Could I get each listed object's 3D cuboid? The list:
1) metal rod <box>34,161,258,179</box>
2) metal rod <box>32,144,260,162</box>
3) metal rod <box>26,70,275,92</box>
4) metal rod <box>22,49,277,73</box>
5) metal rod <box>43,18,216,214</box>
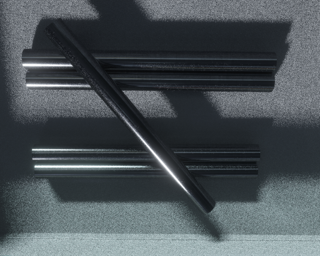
[{"bbox_3d":[-0.018,0.058,0.430,0.302,0.025,0.025,0,110,-1],"label":"metal rod"},{"bbox_3d":[-0.018,0.034,0.422,0.302,0.025,0.025,0,110,-1],"label":"metal rod"},{"bbox_3d":[-0.011,-0.059,0.387,0.302,0.025,0.025,1,110,-1],"label":"metal rod"},{"bbox_3d":[-0.012,-0.082,0.379,0.302,0.025,0.025,1,110,-1],"label":"metal rod"},{"bbox_3d":[-0.026,-0.003,0.382,0.025,0.025,0.300,-36,106,12],"label":"metal rod"}]
